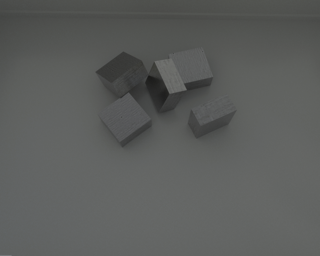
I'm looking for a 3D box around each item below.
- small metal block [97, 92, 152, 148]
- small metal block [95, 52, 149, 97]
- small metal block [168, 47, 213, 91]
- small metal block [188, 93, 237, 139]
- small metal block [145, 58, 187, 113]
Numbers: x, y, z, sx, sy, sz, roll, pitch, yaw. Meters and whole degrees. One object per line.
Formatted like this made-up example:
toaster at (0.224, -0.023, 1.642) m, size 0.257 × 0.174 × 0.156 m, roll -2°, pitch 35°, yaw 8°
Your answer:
small metal block at (-0.046, -0.011, 0.413) m, size 0.050 × 0.025 × 0.050 m, roll -37°, pitch 74°, yaw -12°
small metal block at (-0.052, -0.075, 0.424) m, size 0.050 × 0.025 × 0.050 m, roll -40°, pitch 43°, yaw -13°
small metal block at (0.042, -0.082, 0.440) m, size 0.050 × 0.025 × 0.050 m, roll -13°, pitch 71°, yaw -5°
small metal block at (0.066, -0.014, 0.402) m, size 0.050 × 0.050 × 0.025 m, roll -24°, pitch 72°, yaw -8°
small metal block at (0.006, -0.056, 0.414) m, size 0.025 × 0.050 × 0.050 m, roll -15°, pitch 70°, yaw -24°
